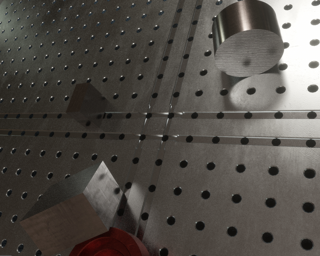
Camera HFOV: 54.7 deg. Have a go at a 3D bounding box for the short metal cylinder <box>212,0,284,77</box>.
[{"bbox_3d":[0.107,-0.108,0.383,0.080,0.080,0.050,-12,57,21],"label":"short metal cylinder"}]

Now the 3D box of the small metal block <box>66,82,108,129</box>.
[{"bbox_3d":[-0.109,-0.033,0.467,0.025,0.050,0.050,-2,61,27],"label":"small metal block"}]

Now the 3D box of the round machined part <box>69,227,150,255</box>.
[{"bbox_3d":[-0.051,0.158,0.326,0.098,0.042,0.098,-13,57,20],"label":"round machined part"}]

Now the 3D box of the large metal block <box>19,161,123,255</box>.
[{"bbox_3d":[-0.098,0.091,0.361,0.080,0.050,0.080,-26,14,11],"label":"large metal block"}]
